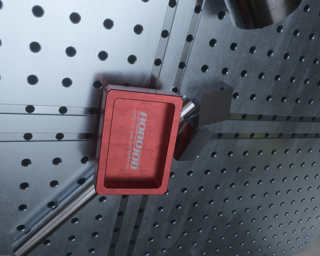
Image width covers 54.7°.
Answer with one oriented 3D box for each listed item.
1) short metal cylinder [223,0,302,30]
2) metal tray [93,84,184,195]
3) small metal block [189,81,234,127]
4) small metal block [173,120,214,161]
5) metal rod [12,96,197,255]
[{"bbox_3d":[0.110,-0.155,0.342,0.080,0.080,0.050,-39,130,-2],"label":"short metal cylinder"},{"bbox_3d":[-0.029,0.017,0.378,0.091,0.030,0.129,4,107,-18],"label":"metal tray"},{"bbox_3d":[0.071,-0.034,0.431,0.050,0.025,0.050,-13,124,-22],"label":"small metal block"},{"bbox_3d":[0.042,0.019,0.436,0.050,0.025,0.050,8,119,-57],"label":"small metal block"},{"bbox_3d":[-0.073,0.064,0.412,0.300,0.025,0.025,-41,130,-1],"label":"metal rod"}]
